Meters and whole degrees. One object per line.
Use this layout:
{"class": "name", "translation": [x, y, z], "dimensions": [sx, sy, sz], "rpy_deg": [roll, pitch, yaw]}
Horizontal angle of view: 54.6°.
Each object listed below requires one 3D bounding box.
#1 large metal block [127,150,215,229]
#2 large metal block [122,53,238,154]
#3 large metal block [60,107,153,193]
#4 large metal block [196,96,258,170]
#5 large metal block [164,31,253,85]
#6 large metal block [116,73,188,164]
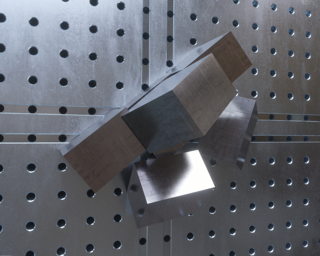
{"class": "large metal block", "translation": [0.009, 0.076, 0.379], "dimensions": [0.081, 0.080, 0.050], "rpy_deg": [-9, 57, -20]}
{"class": "large metal block", "translation": [0.021, -0.025, 0.324], "dimensions": [0.050, 0.080, 0.080], "rpy_deg": [54, 49, -12]}
{"class": "large metal block", "translation": [-0.065, 0.022, 0.358], "dimensions": [0.080, 0.080, 0.050], "rpy_deg": [-40, 103, -16]}
{"class": "large metal block", "translation": [0.091, 0.007, 0.409], "dimensions": [0.050, 0.080, 0.080], "rpy_deg": [17, 83, 22]}
{"class": "large metal block", "translation": [0.056, -0.073, 0.404], "dimensions": [0.080, 0.080, 0.050], "rpy_deg": [-41, 104, -15]}
{"class": "large metal block", "translation": [0.000, -0.011, 0.400], "dimensions": [0.080, 0.050, 0.080], "rpy_deg": [-41, 103, -15]}
